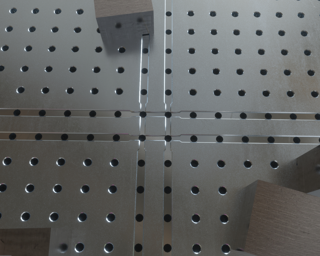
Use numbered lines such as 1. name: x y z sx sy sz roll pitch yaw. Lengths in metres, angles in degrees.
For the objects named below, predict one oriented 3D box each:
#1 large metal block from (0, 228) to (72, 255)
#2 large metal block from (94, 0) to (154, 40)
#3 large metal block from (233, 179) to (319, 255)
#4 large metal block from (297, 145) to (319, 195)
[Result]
1. large metal block: -0.147 0.135 0.331 0.081 0.080 0.050 -1 70 -1
2. large metal block: -0.055 -0.186 0.466 0.081 0.050 0.080 -9 70 -4
3. large metal block: 0.138 0.114 0.359 0.080 0.050 0.080 16 71 5
4. large metal block: 0.220 0.054 0.366 0.080 0.080 0.050 6 70 2
